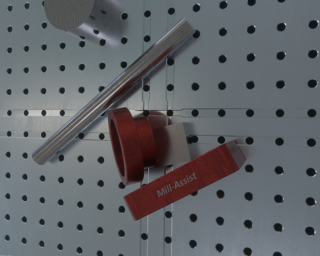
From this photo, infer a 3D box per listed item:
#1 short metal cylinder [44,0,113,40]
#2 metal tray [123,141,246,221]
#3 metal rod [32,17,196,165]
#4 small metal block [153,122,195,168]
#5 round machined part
[{"bbox_3d":[-0.114,-0.171,0.440,0.080,0.050,0.079,0,90,20],"label":"short metal cylinder"},{"bbox_3d":[0.032,0.059,0.366,0.130,0.090,0.030,-30,80,17],"label":"metal tray"},{"bbox_3d":[-0.074,-0.043,0.438,0.300,0.025,0.025,-39,78,15],"label":"metal rod"},{"bbox_3d":[0.015,0.022,0.407,0.050,0.025,0.050,-14,86,19],"label":"small metal block"},{"bbox_3d":[-0.034,0.021,0.396,0.042,0.098,0.097,-12,85,-16],"label":"round machined part"}]
